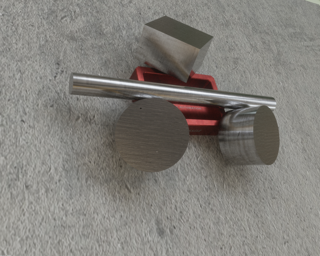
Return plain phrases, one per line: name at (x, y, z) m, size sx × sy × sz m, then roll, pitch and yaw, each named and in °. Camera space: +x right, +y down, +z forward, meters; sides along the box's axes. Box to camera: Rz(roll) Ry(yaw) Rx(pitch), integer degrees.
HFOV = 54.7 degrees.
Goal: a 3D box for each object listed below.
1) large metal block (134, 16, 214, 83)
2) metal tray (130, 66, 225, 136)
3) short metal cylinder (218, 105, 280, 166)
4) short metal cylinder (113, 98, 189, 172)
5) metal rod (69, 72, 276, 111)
large metal block at (0.022, -0.116, 0.444) m, size 0.080 × 0.050 × 0.080 m, roll 27°, pitch 34°, yaw 8°
metal tray at (0.027, -0.036, 0.439) m, size 0.131 × 0.030 × 0.090 m, roll 2°, pitch 61°, yaw -27°
short metal cylinder at (0.124, 0.012, 0.428) m, size 0.081 × 0.050 × 0.080 m, roll 8°, pitch 79°, yaw -47°
short metal cylinder at (-0.012, 0.006, 0.355) m, size 0.081 × 0.050 × 0.079 m, roll -1°, pitch 93°, yaw -11°
metal rod at (0.036, -0.043, 0.412) m, size 0.302 × 0.025 × 0.025 m, roll 3°, pitch 61°, yaw -27°
